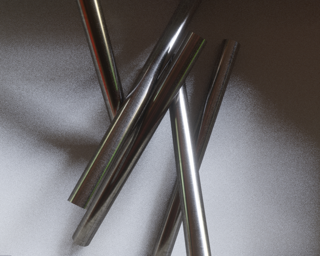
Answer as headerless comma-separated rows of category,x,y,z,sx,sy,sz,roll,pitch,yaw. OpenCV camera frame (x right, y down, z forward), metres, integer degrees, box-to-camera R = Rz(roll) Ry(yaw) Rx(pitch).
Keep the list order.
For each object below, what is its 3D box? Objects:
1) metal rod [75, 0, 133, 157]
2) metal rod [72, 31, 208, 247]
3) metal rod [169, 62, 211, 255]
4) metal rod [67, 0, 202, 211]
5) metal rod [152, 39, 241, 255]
metal rod,-0.067,-0.096,0.340,0.025,0.025,0.298,-11,119,0
metal rod,-0.030,0.022,0.383,0.025,0.025,0.299,30,101,-1
metal rod,0.031,0.044,0.353,0.025,0.025,0.299,-6,66,0
metal rod,-0.022,-0.046,0.371,0.025,0.025,0.300,27,74,0
metal rod,0.048,0.028,0.412,0.025,0.025,0.298,18,90,-1
